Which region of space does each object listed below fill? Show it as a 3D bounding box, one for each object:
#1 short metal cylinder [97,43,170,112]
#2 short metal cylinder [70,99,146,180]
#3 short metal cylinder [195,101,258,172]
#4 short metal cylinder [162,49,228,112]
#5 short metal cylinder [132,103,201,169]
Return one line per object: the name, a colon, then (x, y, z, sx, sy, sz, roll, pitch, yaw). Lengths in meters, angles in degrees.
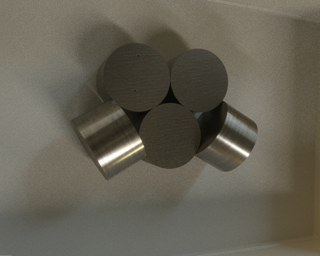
short metal cylinder: (-0.034, -0.059, 0.383, 0.081, 0.050, 0.080, 0, 90, -20)
short metal cylinder: (-0.060, 0.013, 0.358, 0.050, 0.080, 0.080, -32, 101, -17)
short metal cylinder: (0.081, 0.011, 0.409, 0.050, 0.080, 0.080, 31, 80, -17)
short metal cylinder: (0.042, -0.060, 0.411, 0.081, 0.050, 0.080, 0, 90, -20)
short metal cylinder: (0.005, 0.009, 0.397, 0.081, 0.050, 0.080, 0, 90, -20)
